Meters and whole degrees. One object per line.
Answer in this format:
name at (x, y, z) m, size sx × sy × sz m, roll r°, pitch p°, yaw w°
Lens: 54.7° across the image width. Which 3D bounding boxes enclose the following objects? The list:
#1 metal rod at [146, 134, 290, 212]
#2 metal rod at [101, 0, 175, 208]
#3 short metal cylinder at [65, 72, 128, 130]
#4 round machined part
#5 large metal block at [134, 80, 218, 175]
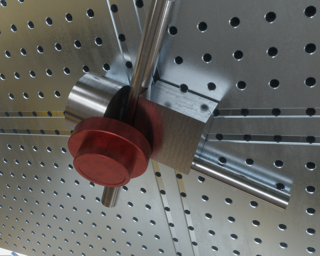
metal rod at (0.022, 0.037, 0.421) m, size 0.301 × 0.025 × 0.025 m, roll 22°, pitch 127°, yaw 14°
metal rod at (-0.036, -0.013, 0.396) m, size 0.025 × 0.025 × 0.298 m, roll 25°, pitch 120°, yaw 12°
short metal cylinder at (-0.075, -0.025, 0.397) m, size 0.050 × 0.080 × 0.079 m, roll 23°, pitch 127°, yaw 14°
round machined part at (-0.063, 0.035, 0.369) m, size 0.098 × 0.042 × 0.097 m, roll 9°, pitch 140°, yaw 8°
large metal block at (0.016, -0.001, 0.380) m, size 0.080 × 0.050 × 0.079 m, roll 23°, pitch 127°, yaw 13°
